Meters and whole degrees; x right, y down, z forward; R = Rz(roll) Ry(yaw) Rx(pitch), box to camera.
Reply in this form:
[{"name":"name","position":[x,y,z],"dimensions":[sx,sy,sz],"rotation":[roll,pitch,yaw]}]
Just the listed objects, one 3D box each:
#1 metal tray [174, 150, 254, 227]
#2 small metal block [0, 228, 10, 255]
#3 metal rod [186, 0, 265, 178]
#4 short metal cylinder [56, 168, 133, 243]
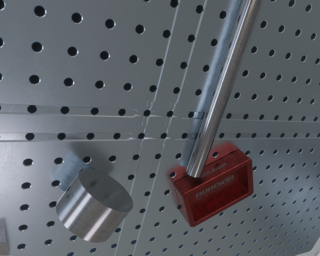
[{"name":"metal tray","position":[0.095,0.102,0.523],"dimensions":[0.131,0.030,0.090],"rotation":[-25,128,-13]},{"name":"small metal block","position":[-0.219,0.159,0.390],"dimensions":[0.050,0.025,0.050],"rotation":[-8,122,-25]},{"name":"metal rod","position":[0.088,-0.061,0.421],"dimensions":[0.025,0.025,0.298],"rotation":[1,118,-29]},{"name":"short metal cylinder","position":[-0.081,0.096,0.391],"dimensions":[0.080,0.080,0.050],"rotation":[29,102,-38]}]
